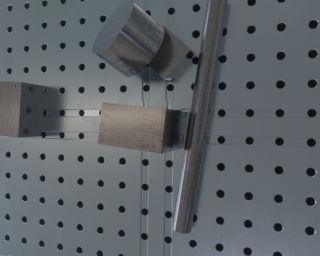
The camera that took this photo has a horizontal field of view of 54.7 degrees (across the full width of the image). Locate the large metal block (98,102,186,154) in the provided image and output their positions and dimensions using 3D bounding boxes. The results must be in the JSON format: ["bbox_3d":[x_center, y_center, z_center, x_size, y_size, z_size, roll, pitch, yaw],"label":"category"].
[{"bbox_3d":[-0.020,-0.001,0.390,0.080,0.080,0.050,7,93,20],"label":"large metal block"}]

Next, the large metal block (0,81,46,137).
[{"bbox_3d":[-0.230,-0.029,0.480,0.080,0.050,0.079,5,92,20],"label":"large metal block"}]

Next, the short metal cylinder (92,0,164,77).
[{"bbox_3d":[-0.041,-0.112,0.392,0.080,0.050,0.080,-33,38,32],"label":"short metal cylinder"}]

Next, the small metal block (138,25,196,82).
[{"bbox_3d":[0.009,-0.097,0.409,0.050,0.025,0.050,46,104,14],"label":"small metal block"}]

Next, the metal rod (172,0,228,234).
[{"bbox_3d":[0.050,-0.015,0.394,0.025,0.025,0.298,10,93,19],"label":"metal rod"}]
